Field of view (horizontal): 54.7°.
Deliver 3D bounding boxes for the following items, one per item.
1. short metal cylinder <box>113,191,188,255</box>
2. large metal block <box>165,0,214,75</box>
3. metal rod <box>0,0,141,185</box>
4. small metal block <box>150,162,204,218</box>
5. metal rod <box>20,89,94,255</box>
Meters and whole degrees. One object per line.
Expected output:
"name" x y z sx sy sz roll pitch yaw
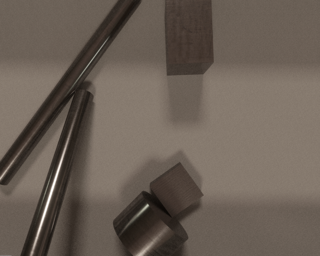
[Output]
"short metal cylinder" -0.011 0.125 0.384 0.080 0.080 0.050 44 90 -1
"large metal block" 0.033 -0.112 0.384 0.050 0.080 0.079 -2 90 0
"metal rod" -0.124 -0.053 0.409 0.025 0.025 0.299 36 90 -1
"small metal block" 0.022 0.081 0.412 0.050 0.025 0.050 -36 90 0
"metal rod" -0.122 0.086 0.340 0.025 0.025 0.300 9 61 0
